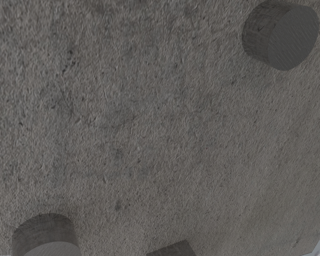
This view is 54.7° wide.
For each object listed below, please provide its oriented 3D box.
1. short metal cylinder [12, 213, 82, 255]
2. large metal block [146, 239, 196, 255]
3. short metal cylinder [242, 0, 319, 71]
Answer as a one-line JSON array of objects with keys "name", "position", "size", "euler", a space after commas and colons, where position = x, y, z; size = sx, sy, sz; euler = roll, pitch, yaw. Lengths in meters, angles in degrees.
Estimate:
[{"name": "short metal cylinder", "position": [-0.150, 0.160, 0.408], "size": [0.081, 0.050, 0.079], "euler": [-14, 124, -21]}, {"name": "large metal block", "position": [0.021, 0.262, 0.564], "size": [0.081, 0.050, 0.079], "euler": [-12, 124, -22]}, {"name": "short metal cylinder", "position": [0.155, -0.121, 0.401], "size": [0.081, 0.050, 0.079], "euler": [-14, 124, -21]}]
